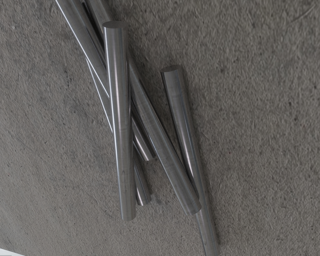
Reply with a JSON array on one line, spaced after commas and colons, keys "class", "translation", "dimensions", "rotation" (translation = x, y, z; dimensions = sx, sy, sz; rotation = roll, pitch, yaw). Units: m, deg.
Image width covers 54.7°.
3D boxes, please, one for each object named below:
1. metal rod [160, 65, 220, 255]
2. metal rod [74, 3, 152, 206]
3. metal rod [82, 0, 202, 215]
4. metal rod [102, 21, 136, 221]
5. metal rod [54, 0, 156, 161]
[{"class": "metal rod", "translation": [0.047, 0.062, 0.420], "dimensions": [0.025, 0.025, 0.298], "rotation": [0, 119, 28]}, {"class": "metal rod", "translation": [-0.062, -0.016, 0.429], "dimensions": [0.025, 0.025, 0.298], "rotation": [-1, 118, 29]}, {"class": "metal rod", "translation": [-0.017, -0.023, 0.383], "dimensions": [0.025, 0.025, 0.299], "rotation": [-17, 105, 34]}, {"class": "metal rod", "translation": [-0.048, 0.016, 0.400], "dimensions": [0.025, 0.025, 0.298], "rotation": [16, 128, 19]}, {"class": "metal rod", "translation": [-0.073, -0.082, 0.372], "dimensions": [0.025, 0.025, 0.299], "rotation": [-8, 122, 32]}]
